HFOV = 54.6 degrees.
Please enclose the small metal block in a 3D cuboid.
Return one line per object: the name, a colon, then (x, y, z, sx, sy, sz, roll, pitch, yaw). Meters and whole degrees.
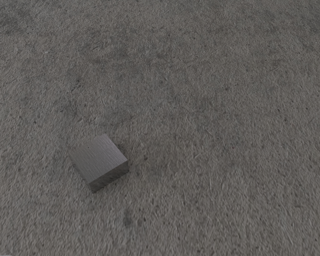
small metal block: (-0.072, 0.041, 0.369, 0.050, 0.025, 0.050, -30, 56, -23)
